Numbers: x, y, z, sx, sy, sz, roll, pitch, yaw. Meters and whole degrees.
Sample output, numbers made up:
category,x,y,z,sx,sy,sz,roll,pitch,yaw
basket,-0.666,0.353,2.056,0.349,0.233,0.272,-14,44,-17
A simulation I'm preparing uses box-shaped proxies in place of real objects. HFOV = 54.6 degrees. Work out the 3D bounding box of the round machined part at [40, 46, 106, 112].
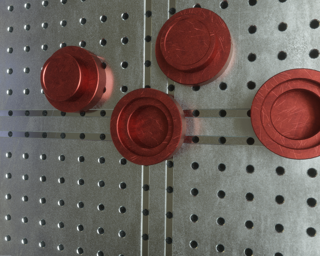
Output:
category,x,y,z,sx,sy,sz,roll,pitch,yaw
round machined part,-0.132,-0.071,0.451,0.098,0.042,0.097,0,90,20

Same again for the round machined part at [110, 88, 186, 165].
category,x,y,z,sx,sy,sz,roll,pitch,yaw
round machined part,-0.012,-0.002,0.408,0.098,0.042,0.097,0,90,20

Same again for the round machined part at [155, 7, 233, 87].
category,x,y,z,sx,sy,sz,roll,pitch,yaw
round machined part,0.039,-0.103,0.390,0.098,0.042,0.097,0,90,20

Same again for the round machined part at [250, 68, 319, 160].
category,x,y,z,sx,sy,sz,roll,pitch,yaw
round machined part,0.154,-0.015,0.349,0.098,0.042,0.097,0,90,20
